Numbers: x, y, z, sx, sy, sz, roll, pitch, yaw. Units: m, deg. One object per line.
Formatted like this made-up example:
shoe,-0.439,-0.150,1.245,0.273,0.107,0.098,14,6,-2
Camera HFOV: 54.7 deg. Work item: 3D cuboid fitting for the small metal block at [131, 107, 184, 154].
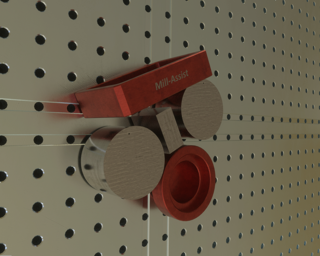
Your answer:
small metal block,-0.004,0.003,0.384,0.025,0.050,0.050,-32,110,-36

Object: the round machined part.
round machined part,0.027,0.071,0.416,0.099,0.042,0.097,0,90,-40

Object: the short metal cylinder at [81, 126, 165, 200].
short metal cylinder,-0.042,0.037,0.353,0.081,0.050,0.079,0,90,-40

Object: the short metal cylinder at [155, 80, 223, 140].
short metal cylinder,0.041,-0.024,0.422,0.081,0.050,0.079,0,90,-40

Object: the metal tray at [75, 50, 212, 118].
metal tray,-0.016,-0.050,0.347,0.131,0.090,0.030,-29,109,-36
